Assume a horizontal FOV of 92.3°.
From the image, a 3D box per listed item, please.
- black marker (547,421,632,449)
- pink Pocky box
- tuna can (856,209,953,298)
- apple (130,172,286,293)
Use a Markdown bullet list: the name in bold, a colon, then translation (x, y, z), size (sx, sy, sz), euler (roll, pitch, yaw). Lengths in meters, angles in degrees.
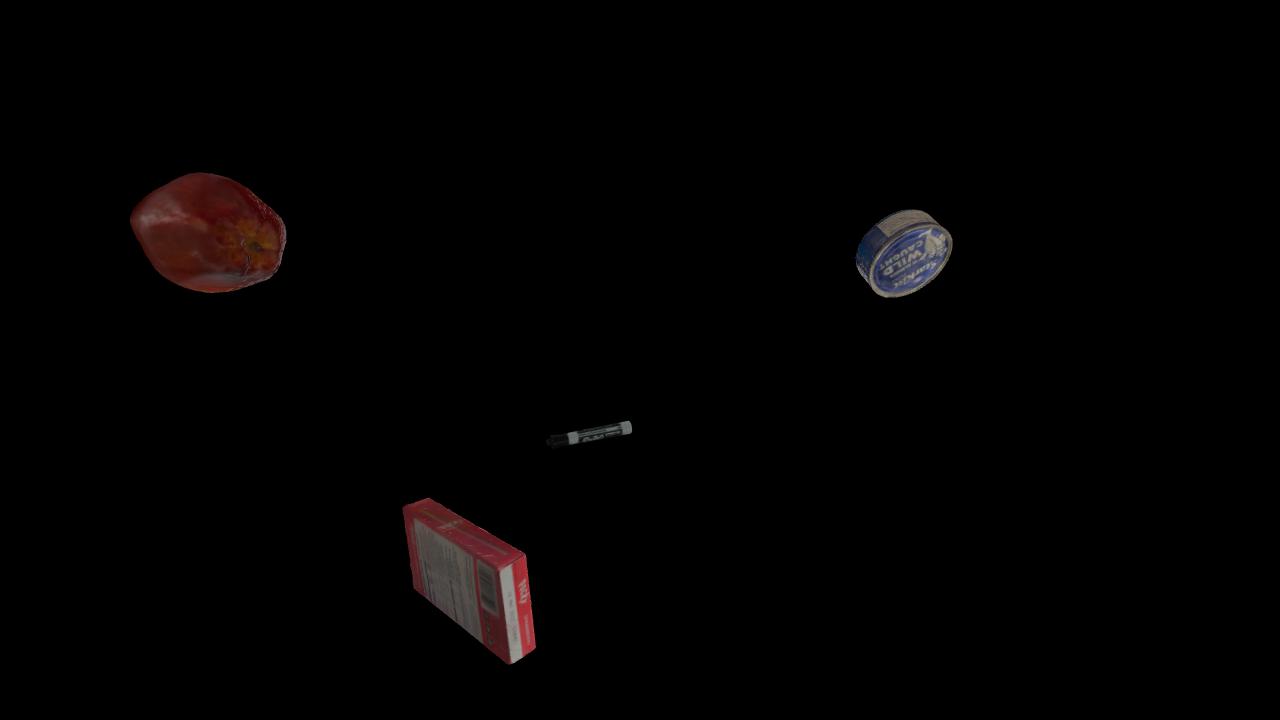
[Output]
- **black marker**: translation (-0.070, 0.104, 0.853), size (0.121, 0.020, 0.020), euler (-9, 3, -21)
- **pink Pocky box**: translation (-0.145, 0.176, 0.509), size (0.155, 0.084, 0.029), euler (10, 18, 43)
- **tuna can**: translation (0.255, -0.103, 0.600), size (0.084, 0.084, 0.034), euler (0, 43, -18)
- **apple**: translation (-0.281, -0.083, 0.408), size (0.093, 0.079, 0.079), euler (11, 5, 27)
